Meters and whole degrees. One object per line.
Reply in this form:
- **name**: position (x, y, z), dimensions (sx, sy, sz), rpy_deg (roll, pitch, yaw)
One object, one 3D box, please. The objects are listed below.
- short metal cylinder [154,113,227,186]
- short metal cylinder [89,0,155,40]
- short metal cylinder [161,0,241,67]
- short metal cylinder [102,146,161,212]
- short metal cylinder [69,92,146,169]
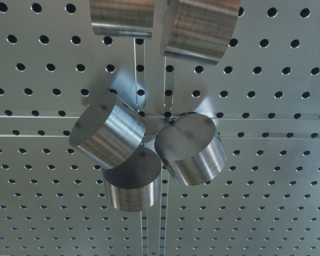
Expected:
- **short metal cylinder**: position (0.040, 0.027, 0.399), dimensions (0.080, 0.080, 0.050), rpy_deg (-18, 128, 14)
- **short metal cylinder**: position (-0.030, -0.121, 0.272), dimensions (0.050, 0.080, 0.079), rpy_deg (4, 130, -4)
- **short metal cylinder**: position (0.034, -0.102, 0.289), dimensions (0.050, 0.080, 0.079), rpy_deg (11, 129, -9)
- **short metal cylinder**: position (-0.038, 0.070, 0.435), dimensions (0.081, 0.080, 0.050), rpy_deg (0, 130, -1)
- **short metal cylinder**: position (-0.064, 0.003, 0.377), dimensions (0.080, 0.080, 0.050), rpy_deg (-33, 123, 24)
